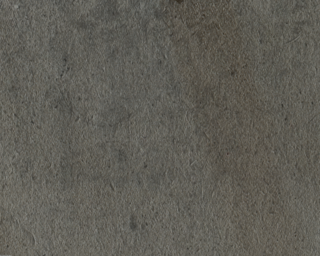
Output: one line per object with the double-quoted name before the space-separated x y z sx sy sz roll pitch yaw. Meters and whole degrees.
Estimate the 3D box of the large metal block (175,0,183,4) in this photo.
"large metal block" 0.036 -0.215 0.382 0.050 0.080 0.080 43 90 0
